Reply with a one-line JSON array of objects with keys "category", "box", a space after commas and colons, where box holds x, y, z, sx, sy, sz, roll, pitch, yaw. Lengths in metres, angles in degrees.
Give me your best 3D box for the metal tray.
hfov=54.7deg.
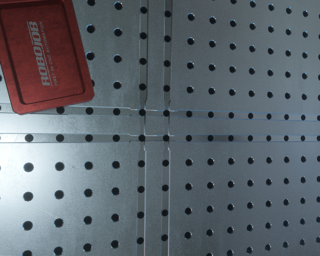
[{"category": "metal tray", "box": [-0.136, -0.087, 0.359, 0.091, 0.030, 0.129, -14, 95, -20]}]
